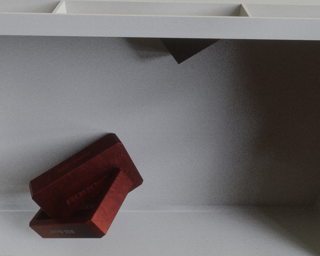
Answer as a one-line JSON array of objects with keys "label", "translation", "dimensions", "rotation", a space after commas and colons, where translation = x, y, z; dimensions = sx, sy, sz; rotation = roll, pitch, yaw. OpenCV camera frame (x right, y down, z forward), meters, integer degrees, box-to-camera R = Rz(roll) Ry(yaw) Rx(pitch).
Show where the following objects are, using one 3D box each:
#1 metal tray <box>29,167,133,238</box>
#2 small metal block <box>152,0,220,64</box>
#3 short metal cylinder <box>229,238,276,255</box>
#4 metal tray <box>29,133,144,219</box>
[{"label": "metal tray", "translation": [-0.109, 0.104, 0.427], "dimensions": [0.130, 0.090, 0.030], "rotation": [-15, 121, 35]}, {"label": "small metal block", "translation": [0.027, -0.103, 0.322], "dimensions": [0.050, 0.025, 0.050], "rotation": [-28, 125, 21]}, {"label": "short metal cylinder", "translation": [0.181, 0.264, 0.603], "dimensions": [0.050, 0.080, 0.080], "rotation": [31, 123, -24]}, {"label": "metal tray", "translation": [-0.098, 0.076, 0.431], "dimensions": [0.131, 0.030, 0.090], "rotation": [-32, 129, -11]}]
